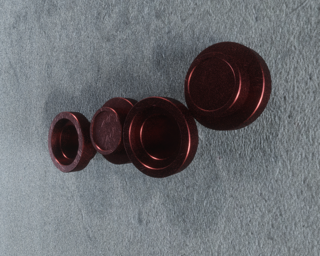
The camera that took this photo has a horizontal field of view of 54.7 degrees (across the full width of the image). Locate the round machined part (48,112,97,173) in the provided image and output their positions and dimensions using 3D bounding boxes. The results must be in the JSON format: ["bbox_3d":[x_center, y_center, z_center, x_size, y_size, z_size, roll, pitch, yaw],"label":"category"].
[{"bbox_3d":[-0.139,0.022,0.509,0.098,0.042,0.097,0,90,40],"label":"round machined part"}]

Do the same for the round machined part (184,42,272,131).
[{"bbox_3d":[0.066,-0.046,0.339,0.098,0.042,0.097,0,90,40],"label":"round machined part"}]

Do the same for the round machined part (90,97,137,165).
[{"bbox_3d":[-0.064,0.004,0.447,0.098,0.042,0.097,0,90,40],"label":"round machined part"}]

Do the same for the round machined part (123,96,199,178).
[{"bbox_3d":[0.005,0.010,0.386,0.098,0.042,0.097,3,96,35],"label":"round machined part"}]
